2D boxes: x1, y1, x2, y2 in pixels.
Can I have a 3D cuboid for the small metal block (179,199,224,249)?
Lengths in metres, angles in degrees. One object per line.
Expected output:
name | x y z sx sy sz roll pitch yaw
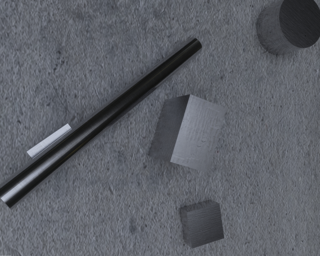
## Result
small metal block | 0.058 0.133 0.432 0.050 0.025 0.050 -10 93 -20

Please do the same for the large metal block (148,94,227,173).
large metal block | 0.031 0.007 0.393 0.050 0.080 0.080 19 84 -20

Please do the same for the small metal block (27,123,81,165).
small metal block | -0.120 0.020 0.352 0.050 0.050 0.025 -38 103 -16

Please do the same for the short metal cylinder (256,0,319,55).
short metal cylinder | 0.195 -0.155 0.470 0.081 0.050 0.079 0 90 -20

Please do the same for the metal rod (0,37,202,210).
metal rod | -0.047 -0.025 0.354 0.301 0.025 0.025 -43 104 -30
